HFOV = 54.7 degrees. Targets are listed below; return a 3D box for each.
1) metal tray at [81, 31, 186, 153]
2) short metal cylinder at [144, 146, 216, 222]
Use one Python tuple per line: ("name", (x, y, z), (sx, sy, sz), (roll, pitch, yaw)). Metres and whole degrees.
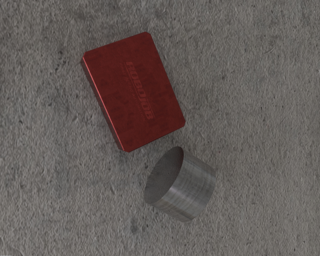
("metal tray", (-0.033, -0.045, 0.394), (0.091, 0.030, 0.129), (-25, 99, -18))
("short metal cylinder", (0.024, 0.070, 0.389), (0.050, 0.080, 0.080), (33, 79, -17))
